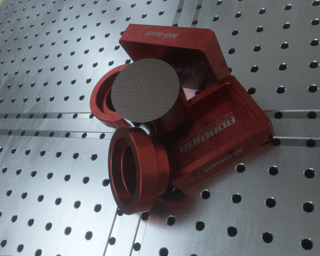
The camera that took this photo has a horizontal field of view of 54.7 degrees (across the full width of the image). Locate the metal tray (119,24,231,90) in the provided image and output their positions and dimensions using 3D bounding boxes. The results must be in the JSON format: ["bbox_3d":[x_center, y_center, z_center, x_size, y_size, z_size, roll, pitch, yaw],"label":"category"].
[{"bbox_3d":[0.020,-0.092,0.411,0.130,0.090,0.030,16,71,34],"label":"metal tray"}]

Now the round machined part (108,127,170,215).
[{"bbox_3d":[-0.023,0.047,0.357,0.098,0.042,0.097,7,98,61],"label":"round machined part"}]

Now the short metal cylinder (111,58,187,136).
[{"bbox_3d":[-0.011,-0.036,0.371,0.080,0.050,0.080,-5,70,13],"label":"short metal cylinder"}]

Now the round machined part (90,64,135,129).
[{"bbox_3d":[-0.048,-0.042,0.447,0.098,0.042,0.098,-13,56,20],"label":"round machined part"}]

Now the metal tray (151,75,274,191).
[{"bbox_3d":[0.055,0.004,0.372,0.130,0.030,0.090,-32,52,7],"label":"metal tray"}]
